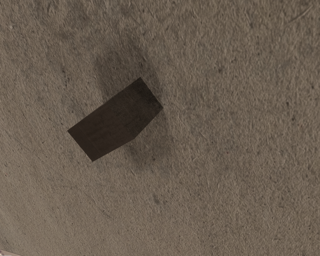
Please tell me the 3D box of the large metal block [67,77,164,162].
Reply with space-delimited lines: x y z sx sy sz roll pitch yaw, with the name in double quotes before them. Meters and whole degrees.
"large metal block" -0.055 -0.011 0.392 0.080 0.080 0.050 -29 103 37
